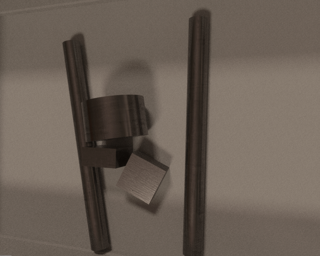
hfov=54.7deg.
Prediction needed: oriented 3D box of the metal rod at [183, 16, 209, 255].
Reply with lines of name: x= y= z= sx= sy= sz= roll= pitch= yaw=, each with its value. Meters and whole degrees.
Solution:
metal rod: x=0.045 y=0.011 z=0.393 sx=0.025 sy=0.025 sz=0.298 roll=2 pitch=91 yaw=19

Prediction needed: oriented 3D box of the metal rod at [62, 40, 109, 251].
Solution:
metal rod: x=-0.107 y=0.022 z=0.446 sx=0.025 sy=0.025 sz=0.298 roll=-10 pitch=87 yaw=19

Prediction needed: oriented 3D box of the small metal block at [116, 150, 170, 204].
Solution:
small metal block: x=-0.023 y=0.065 z=0.414 sx=0.050 sy=0.025 sz=0.050 roll=28 pitch=99 yaw=8

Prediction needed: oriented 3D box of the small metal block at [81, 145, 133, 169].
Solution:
small metal block: x=-0.071 y=0.038 z=0.421 sx=0.050 sy=0.050 sz=0.025 roll=2 pitch=91 yaw=20

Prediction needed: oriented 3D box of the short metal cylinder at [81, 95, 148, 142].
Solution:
short metal cylinder: x=-0.058 y=-0.011 z=0.401 sx=0.080 sy=0.080 sz=0.050 roll=-8 pitch=88 yaw=19
